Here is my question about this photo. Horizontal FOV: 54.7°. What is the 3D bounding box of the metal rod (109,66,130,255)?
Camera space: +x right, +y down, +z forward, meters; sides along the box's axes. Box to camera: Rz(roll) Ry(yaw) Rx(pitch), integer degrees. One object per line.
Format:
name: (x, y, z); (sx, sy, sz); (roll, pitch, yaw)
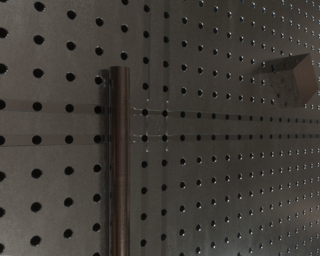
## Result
metal rod: (-0.048, 0.077, 0.370); (0.025, 0.025, 0.298); (0, 90, -40)

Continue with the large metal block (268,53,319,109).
large metal block: (0.270, -0.094, 0.623); (0.080, 0.050, 0.080); (-38, 114, -34)
